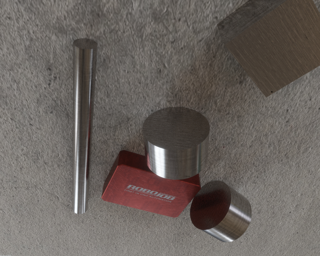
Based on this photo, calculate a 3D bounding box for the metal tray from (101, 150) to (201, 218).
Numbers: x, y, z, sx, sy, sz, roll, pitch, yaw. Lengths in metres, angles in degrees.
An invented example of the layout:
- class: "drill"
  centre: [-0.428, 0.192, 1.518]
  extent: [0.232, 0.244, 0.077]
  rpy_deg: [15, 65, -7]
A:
- class: "metal tray"
  centre: [-0.014, 0.090, 0.480]
  extent: [0.131, 0.030, 0.089]
  rpy_deg: [18, 128, -15]

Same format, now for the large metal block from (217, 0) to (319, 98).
- class: "large metal block"
  centre: [0.118, -0.091, 0.314]
  extent: [0.080, 0.050, 0.080]
  rpy_deg: [-33, 123, 25]

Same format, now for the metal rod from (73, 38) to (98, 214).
- class: "metal rod"
  centre: [-0.107, 0.022, 0.424]
  extent: [0.025, 0.025, 0.298]
  rpy_deg: [8, 130, -7]

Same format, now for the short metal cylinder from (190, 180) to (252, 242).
- class: "short metal cylinder"
  centre: [0.094, 0.129, 0.482]
  extent: [0.050, 0.080, 0.080]
  rpy_deg: [37, 121, -27]

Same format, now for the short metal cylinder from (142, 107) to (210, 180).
- class: "short metal cylinder"
  centre: [0.020, 0.017, 0.386]
  extent: [0.080, 0.080, 0.050]
  rpy_deg: [-2, 130, 1]
